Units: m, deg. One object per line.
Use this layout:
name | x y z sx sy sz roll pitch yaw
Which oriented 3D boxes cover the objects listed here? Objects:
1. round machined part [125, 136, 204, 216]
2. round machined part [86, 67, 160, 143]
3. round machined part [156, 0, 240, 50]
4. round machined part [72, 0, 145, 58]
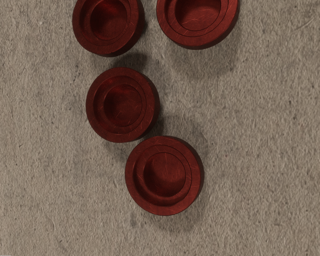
round machined part | 0.008 0.058 0.396 0.098 0.042 0.097 0 90 19
round machined part | -0.046 -0.030 0.415 0.098 0.042 0.097 0 90 19
round machined part | 0.049 -0.145 0.382 0.098 0.042 0.097 0 90 19
round machined part | -0.066 -0.145 0.422 0.098 0.042 0.097 0 90 19
